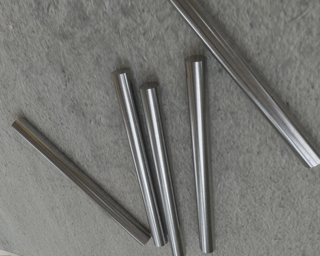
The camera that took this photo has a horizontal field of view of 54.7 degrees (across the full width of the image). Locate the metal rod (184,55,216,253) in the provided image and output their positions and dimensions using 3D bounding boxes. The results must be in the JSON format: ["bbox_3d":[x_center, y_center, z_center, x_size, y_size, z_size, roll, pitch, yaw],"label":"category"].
[{"bbox_3d":[0.056,0.054,0.409,0.025,0.025,0.298,6,122,24],"label":"metal rod"}]

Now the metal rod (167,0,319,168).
[{"bbox_3d":[0.070,-0.076,0.321,0.300,0.025,0.025,49,128,-7],"label":"metal rod"}]

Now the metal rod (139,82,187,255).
[{"bbox_3d":[0.009,0.078,0.448,0.025,0.025,0.298,4,121,26],"label":"metal rod"}]

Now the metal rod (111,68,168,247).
[{"bbox_3d":[-0.024,0.060,0.454,0.025,0.025,0.298,3,120,26],"label":"metal rod"}]

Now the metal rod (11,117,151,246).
[{"bbox_3d":[-0.132,0.092,0.531,0.300,0.025,0.025,43,129,-2],"label":"metal rod"}]
